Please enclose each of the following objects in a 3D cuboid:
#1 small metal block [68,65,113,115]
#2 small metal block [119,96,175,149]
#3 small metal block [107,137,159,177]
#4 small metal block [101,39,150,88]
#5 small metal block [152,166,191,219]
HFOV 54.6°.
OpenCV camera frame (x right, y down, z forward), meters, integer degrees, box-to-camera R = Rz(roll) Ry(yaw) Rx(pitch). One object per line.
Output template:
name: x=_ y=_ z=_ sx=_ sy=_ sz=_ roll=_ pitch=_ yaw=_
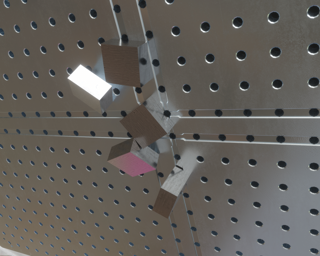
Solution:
small metal block: x=-0.092 y=-0.050 z=0.415 sx=0.050 sy=0.025 sz=0.050 roll=35 pitch=160 yaw=5
small metal block: x=-0.017 y=-0.007 z=0.417 sx=0.050 sy=0.025 sz=0.050 roll=-34 pitch=100 yaw=38
small metal block: x=-0.038 y=0.043 z=0.445 sx=0.050 sy=0.025 sz=0.050 roll=-24 pitch=131 yaw=39
small metal block: x=-0.042 y=-0.081 z=0.384 sx=0.050 sy=0.025 sz=0.050 roll=11 pitch=123 yaw=22
small metal block: x=0.016 y=0.092 z=0.444 sx=0.025 sy=0.050 sz=0.050 roll=27 pitch=128 yaw=12
